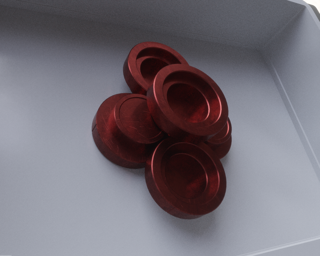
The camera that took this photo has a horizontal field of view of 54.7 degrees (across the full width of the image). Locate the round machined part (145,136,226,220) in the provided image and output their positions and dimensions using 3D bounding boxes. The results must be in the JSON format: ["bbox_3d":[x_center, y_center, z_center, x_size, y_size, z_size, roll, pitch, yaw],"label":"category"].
[{"bbox_3d":[0.027,0.061,0.371,0.099,0.042,0.098,14,56,-21],"label":"round machined part"}]

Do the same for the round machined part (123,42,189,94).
[{"bbox_3d":[-0.005,-0.069,0.433,0.099,0.042,0.098,14,56,-21],"label":"round machined part"}]

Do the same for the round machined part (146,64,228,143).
[{"bbox_3d":[0.029,-0.025,0.371,0.099,0.042,0.098,14,56,-21],"label":"round machined part"}]

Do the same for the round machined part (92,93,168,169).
[{"bbox_3d":[-0.030,-0.003,0.380,0.099,0.042,0.098,14,56,-21],"label":"round machined part"}]

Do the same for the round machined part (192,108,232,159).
[{"bbox_3d":[0.059,0.000,0.425,0.099,0.042,0.098,14,56,-21],"label":"round machined part"}]
